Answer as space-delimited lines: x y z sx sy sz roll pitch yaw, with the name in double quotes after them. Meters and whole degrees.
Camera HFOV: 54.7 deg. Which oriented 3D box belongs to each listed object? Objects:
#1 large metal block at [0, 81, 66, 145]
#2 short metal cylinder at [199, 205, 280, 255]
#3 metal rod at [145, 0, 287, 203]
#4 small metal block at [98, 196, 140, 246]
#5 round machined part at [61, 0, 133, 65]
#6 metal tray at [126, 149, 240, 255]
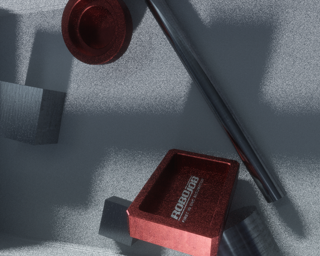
-0.197 -0.023 0.465 0.080 0.050 0.079 12 94 19 "large metal block"
0.085 0.129 0.351 0.080 0.080 0.050 -30 81 17 "short metal cylinder"
0.064 -0.046 0.387 0.025 0.025 0.299 -33 80 17 "metal rod"
-0.052 0.127 0.428 0.050 0.025 0.050 13 94 19 "small metal block"
-0.081 -0.136 0.422 0.098 0.042 0.097 5 103 21 "round machined part"
0.032 0.074 0.343 0.090 0.131 0.030 10 119 19 "metal tray"
